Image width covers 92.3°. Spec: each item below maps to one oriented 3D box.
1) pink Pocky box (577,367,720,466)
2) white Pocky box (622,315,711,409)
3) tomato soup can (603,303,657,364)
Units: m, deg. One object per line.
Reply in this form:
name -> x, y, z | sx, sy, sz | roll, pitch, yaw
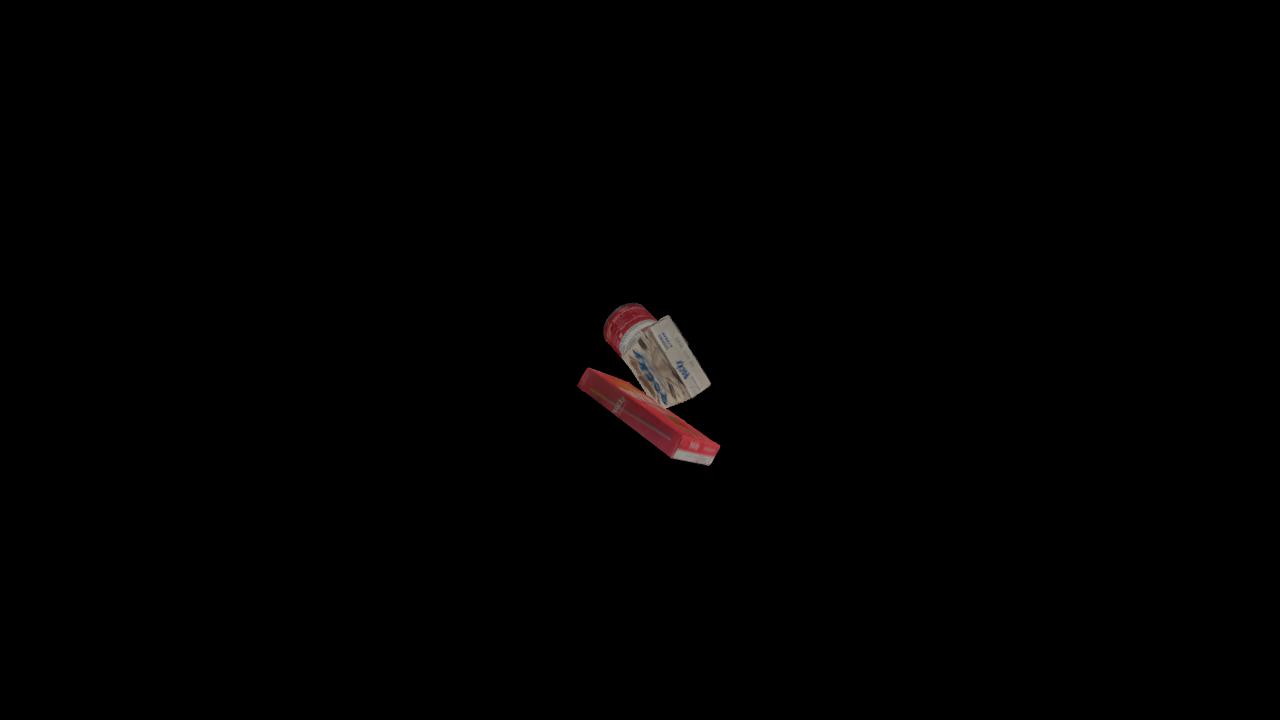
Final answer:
pink Pocky box -> 0.008, 0.061, 0.678 | 0.155, 0.029, 0.084 | 33, 6, 37
white Pocky box -> 0.025, 0.009, 0.667 | 0.028, 0.084, 0.154 | -32, -3, -15
tomato soup can -> 0.007, -0.018, 0.766 | 0.068, 0.068, 0.101 | 0, 33, -36
